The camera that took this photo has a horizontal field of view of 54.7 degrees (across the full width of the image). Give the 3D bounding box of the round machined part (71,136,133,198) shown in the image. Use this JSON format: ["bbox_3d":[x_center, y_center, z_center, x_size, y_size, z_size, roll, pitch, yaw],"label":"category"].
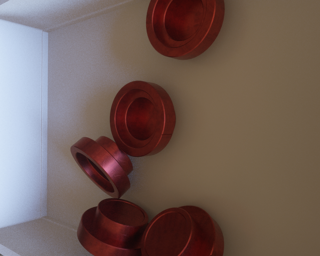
[{"bbox_3d":[-0.077,0.050,0.438,0.098,0.042,0.097,34,150,23],"label":"round machined part"}]

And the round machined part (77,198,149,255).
[{"bbox_3d":[-0.053,0.127,0.404,0.098,0.099,0.042,27,103,37],"label":"round machined part"}]

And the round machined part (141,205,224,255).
[{"bbox_3d":[0.018,0.129,0.346,0.098,0.042,0.098,-29,32,20],"label":"round machined part"}]

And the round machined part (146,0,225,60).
[{"bbox_3d":[0.033,-0.130,0.368,0.098,0.042,0.097,0,90,40],"label":"round machined part"}]

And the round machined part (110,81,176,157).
[{"bbox_3d":[-0.018,-0.012,0.411,0.098,0.042,0.097,0,90,40],"label":"round machined part"}]
